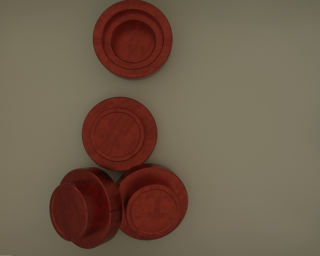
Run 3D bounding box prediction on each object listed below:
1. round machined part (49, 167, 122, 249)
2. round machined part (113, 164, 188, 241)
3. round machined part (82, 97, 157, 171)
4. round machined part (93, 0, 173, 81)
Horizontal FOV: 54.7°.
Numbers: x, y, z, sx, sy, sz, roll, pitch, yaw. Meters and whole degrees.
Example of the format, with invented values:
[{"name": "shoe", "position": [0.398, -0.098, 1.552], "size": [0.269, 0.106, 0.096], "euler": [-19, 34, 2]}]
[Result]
[{"name": "round machined part", "position": [-0.097, 0.099, 0.378], "size": [0.098, 0.042, 0.097], "euler": [0, 90, 35]}, {"name": "round machined part", "position": [-0.011, 0.097, 0.391], "size": [0.099, 0.042, 0.097], "euler": [-2, 99, -12]}, {"name": "round machined part", "position": [-0.053, 0.008, 0.402], "size": [0.099, 0.042, 0.097], "euler": [0, 90, 0]}, {"name": "round machined part", "position": [-0.033, -0.110, 0.402], "size": [0.099, 0.042, 0.097], "euler": [0, 90, 0]}]
